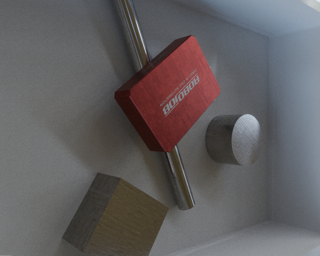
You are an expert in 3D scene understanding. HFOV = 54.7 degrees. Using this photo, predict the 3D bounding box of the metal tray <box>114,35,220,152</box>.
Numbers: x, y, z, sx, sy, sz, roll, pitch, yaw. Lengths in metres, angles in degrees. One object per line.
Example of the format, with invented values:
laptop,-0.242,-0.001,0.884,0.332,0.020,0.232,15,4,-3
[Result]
metal tray,0.016,-0.044,0.385,0.131,0.030,0.090,-47,119,-30

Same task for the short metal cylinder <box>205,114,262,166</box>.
short metal cylinder,0.118,0.019,0.492,0.081,0.050,0.079,0,90,-40

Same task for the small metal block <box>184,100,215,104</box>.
small metal block,0.052,-0.060,0.452,0.050,0.025,0.050,-18,102,-39

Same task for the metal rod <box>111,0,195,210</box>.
metal rod,-0.006,-0.028,0.403,0.025,0.025,0.298,-29,108,-37

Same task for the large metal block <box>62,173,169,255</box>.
large metal block,-0.048,0.107,0.352,0.080,0.050,0.080,40,66,-33
